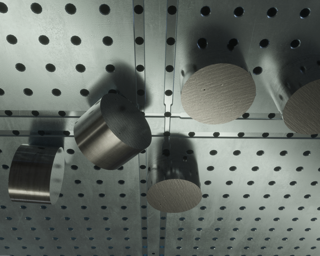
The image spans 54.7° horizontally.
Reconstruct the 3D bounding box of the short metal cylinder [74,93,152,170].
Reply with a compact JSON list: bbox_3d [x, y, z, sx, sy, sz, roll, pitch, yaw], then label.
[{"bbox_3d":[-0.056,0.004,0.379,0.050,0.080,0.080,-37,121,27],"label":"short metal cylinder"}]

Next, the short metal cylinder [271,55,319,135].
[{"bbox_3d":[0.179,-0.038,0.365,0.081,0.050,0.079,-1,130,0],"label":"short metal cylinder"}]

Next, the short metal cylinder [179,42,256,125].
[{"bbox_3d":[0.063,-0.050,0.353,0.081,0.050,0.079,0,130,0],"label":"short metal cylinder"}]

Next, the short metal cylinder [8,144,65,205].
[{"bbox_3d":[-0.167,0.064,0.428,0.050,0.080,0.079,6,130,-5],"label":"short metal cylinder"}]

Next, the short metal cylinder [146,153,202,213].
[{"bbox_3d":[0.021,0.084,0.467,0.081,0.050,0.079,0,130,0],"label":"short metal cylinder"}]
